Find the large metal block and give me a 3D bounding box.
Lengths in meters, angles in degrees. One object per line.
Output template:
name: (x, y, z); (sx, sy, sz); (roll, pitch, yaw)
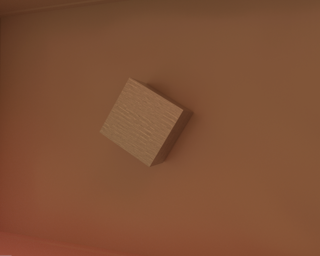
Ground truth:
large metal block: (-0.017, -0.008, 0.400); (0.080, 0.050, 0.080); (33, 100, 16)
